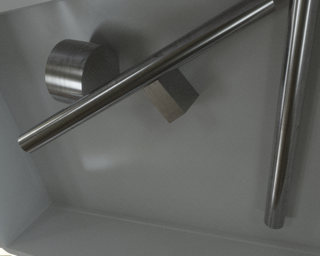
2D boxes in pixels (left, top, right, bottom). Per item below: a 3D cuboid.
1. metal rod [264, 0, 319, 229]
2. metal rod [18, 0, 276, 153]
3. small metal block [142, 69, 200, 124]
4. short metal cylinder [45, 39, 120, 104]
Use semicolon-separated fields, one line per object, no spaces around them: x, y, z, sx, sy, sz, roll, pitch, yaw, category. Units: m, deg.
0.137;-0.006;0.332;0.025;0.025;0.298;9;122;23;metal rod
-0.028;-0.050;0.323;0.300;0.025;0.025;-28;104;15;metal rod
0.013;-0.041;0.359;0.025;0.050;0.050;-34;100;38;small metal block
-0.092;-0.065;0.380;0.050;0.080;0.079;14;124;20;short metal cylinder
